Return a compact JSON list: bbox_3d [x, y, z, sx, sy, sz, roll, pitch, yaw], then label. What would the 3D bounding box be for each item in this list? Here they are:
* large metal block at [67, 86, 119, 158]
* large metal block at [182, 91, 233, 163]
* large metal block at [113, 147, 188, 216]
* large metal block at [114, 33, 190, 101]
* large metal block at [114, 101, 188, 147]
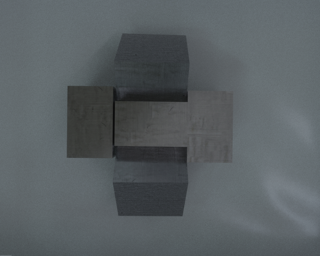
[{"bbox_3d":[-0.077,-0.007,0.382,0.050,0.080,0.080,1,90,0],"label":"large metal block"},{"bbox_3d":[0.056,-0.002,0.383,0.050,0.080,0.080,1,90,0],"label":"large metal block"},{"bbox_3d":[-0.011,0.066,0.376,0.081,0.080,0.050,1,48,-1],"label":"large metal block"},{"bbox_3d":[-0.009,-0.075,0.376,0.081,0.080,0.050,2,128,0],"label":"large metal block"},{"bbox_3d":[-0.010,-0.005,0.383,0.081,0.080,0.050,1,90,0],"label":"large metal block"}]
